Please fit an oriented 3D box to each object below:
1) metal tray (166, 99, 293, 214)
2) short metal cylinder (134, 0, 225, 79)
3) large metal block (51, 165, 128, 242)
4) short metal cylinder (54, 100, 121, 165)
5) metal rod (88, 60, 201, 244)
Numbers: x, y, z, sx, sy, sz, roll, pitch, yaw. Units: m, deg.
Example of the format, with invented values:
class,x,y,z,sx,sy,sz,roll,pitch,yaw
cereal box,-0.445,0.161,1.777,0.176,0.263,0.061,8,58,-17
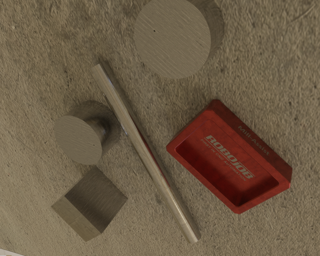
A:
class,x,y,z,sx,sy,sz,roll,pitch,yaw
metal tray,0.083,0.039,0.383,0.130,0.030,0.090,43,129,-2
short metal cylinder,0.021,-0.097,0.320,0.080,0.050,0.079,13,124,21
large metal block,-0.113,0.122,0.507,0.080,0.080,0.050,48,129,-6
short metal cylinder,-0.104,0.006,0.450,0.080,0.050,0.079,13,124,21
metal rod,-0.014,0.045,0.441,0.025,0.025,0.299,-16,110,34
